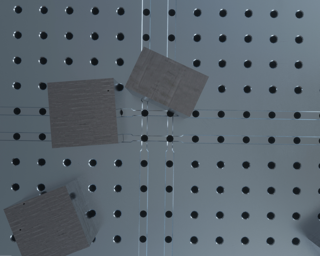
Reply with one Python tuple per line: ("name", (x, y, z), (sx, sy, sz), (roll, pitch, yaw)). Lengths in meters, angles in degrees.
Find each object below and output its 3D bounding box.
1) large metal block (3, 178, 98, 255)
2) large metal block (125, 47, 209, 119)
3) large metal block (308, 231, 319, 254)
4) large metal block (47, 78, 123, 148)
("large metal block", (-0.137, 0.121, 0.400), (0.080, 0.050, 0.080), (-21, 90, 0))
("large metal block", (0.008, -0.052, 0.386), (0.080, 0.080, 0.050), (25, 90, 0))
("large metal block", (0.261, 0.162, 0.403), (0.080, 0.050, 0.080), (-36, 90, 0))
("large metal block", (-0.093, -0.018, 0.400), (0.080, 0.050, 0.080), (-4, 90, 0))
